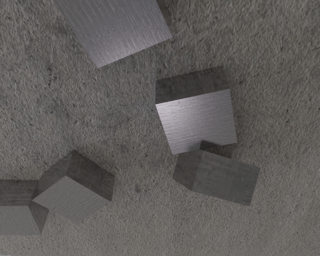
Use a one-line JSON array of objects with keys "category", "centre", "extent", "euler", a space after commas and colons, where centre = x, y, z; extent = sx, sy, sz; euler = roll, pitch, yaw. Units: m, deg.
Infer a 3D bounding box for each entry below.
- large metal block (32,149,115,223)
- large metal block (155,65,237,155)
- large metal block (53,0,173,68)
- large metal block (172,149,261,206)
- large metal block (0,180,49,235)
[{"category": "large metal block", "centre": [-0.127, 0.090, 0.466], "extent": [0.080, 0.050, 0.080], "euler": [-35, 122, 26]}, {"category": "large metal block", "centre": [0.044, -0.020, 0.374], "extent": [0.080, 0.050, 0.080], "euler": [-11, 129, 9]}, {"category": "large metal block", "centre": [-0.042, -0.115, 0.292], "extent": [0.080, 0.050, 0.080], "euler": [-19, 128, 15]}, {"category": "large metal block", "centre": [0.072, 0.061, 0.415], "extent": [0.081, 0.080, 0.050], "euler": [17, 87, -15]}, {"category": "large metal block", "centre": [-0.234, 0.128, 0.498], "extent": [0.081, 0.050, 0.079], "euler": [0, 130, 0]}]
